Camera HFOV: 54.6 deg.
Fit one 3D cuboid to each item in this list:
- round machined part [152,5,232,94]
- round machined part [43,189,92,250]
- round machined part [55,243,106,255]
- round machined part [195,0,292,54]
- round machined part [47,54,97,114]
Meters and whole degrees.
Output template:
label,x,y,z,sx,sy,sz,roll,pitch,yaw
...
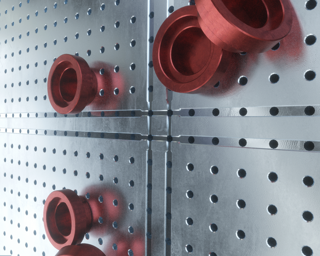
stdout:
label,x,y,z,sx,sy,sz,roll,pitch,yaw
round machined part,0.041,-0.089,0.365,0.098,0.042,0.097,0,91,40
round machined part,-0.154,0.153,0.526,0.098,0.042,0.097,-1,89,40
round machined part,-0.117,0.219,0.479,0.098,0.042,0.097,7,114,17
round machined part,0.077,-0.114,0.305,0.042,0.099,0.098,-44,61,58
round machined part,-0.143,-0.071,0.518,0.098,0.042,0.097,0,90,40
